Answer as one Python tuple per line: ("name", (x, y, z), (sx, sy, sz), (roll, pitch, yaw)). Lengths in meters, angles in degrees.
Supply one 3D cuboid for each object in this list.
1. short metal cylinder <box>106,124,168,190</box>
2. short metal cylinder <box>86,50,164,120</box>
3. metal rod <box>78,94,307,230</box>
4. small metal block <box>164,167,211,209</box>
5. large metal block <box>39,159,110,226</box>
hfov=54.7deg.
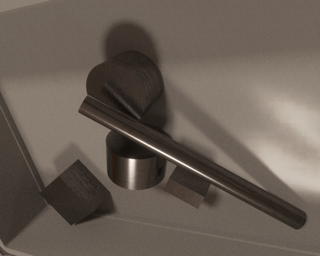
("short metal cylinder", (-0.030, 0.035, 0.409), (0.080, 0.080, 0.050), (17, 125, 18))
("short metal cylinder", (-0.043, -0.050, 0.383), (0.080, 0.050, 0.079), (13, 124, 20))
("metal rod", (0.044, 0.044, 0.371), (0.301, 0.025, 0.025), (29, 129, -7))
("small metal block", (0.041, 0.072, 0.415), (0.050, 0.050, 0.025), (27, 128, 11))
("large metal block", (-0.148, 0.113, 0.538), (0.080, 0.050, 0.080), (48, 128, -6))
